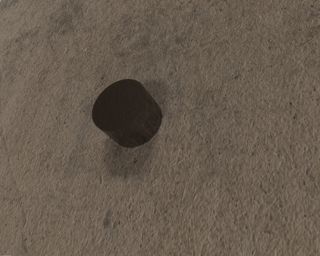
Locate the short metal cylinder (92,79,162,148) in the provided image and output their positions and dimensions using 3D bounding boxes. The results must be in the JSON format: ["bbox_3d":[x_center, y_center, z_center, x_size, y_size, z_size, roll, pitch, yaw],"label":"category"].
[{"bbox_3d":[-0.044,-0.020,0.421,0.080,0.050,0.080,-13,56,20],"label":"short metal cylinder"}]
